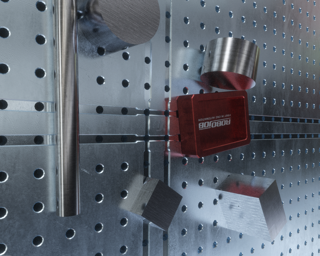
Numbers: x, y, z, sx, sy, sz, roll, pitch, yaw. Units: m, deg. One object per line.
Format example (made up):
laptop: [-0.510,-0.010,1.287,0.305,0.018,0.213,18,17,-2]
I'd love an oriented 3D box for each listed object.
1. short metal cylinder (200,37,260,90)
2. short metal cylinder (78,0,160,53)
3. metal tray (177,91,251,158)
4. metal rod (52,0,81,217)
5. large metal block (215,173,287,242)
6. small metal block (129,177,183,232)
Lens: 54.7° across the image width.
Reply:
short metal cylinder: [0.104,-0.093,0.460,0.080,0.080,0.050,18,79,-39]
short metal cylinder: [-0.047,-0.131,0.353,0.081,0.050,0.079,0,90,-40]
metal tray: [0.087,-0.010,0.478,0.131,0.030,0.089,-10,96,-40]
metal rod: [-0.099,-0.059,0.326,0.025,0.025,0.298,-1,91,-40]
large metal block: [0.145,0.124,0.495,0.050,0.080,0.080,-33,111,-35]
small metal block: [-0.004,0.100,0.406,0.050,0.025,0.050,42,65,-32]
